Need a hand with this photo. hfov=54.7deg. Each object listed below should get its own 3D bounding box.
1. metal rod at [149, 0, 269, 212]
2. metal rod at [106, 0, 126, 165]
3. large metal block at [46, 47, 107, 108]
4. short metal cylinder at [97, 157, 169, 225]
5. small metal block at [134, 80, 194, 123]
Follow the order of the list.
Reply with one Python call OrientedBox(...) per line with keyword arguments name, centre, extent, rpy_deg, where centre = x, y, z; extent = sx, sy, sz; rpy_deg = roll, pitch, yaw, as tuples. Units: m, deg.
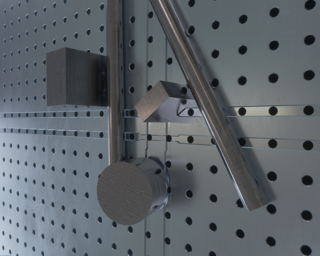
OrientedBox(name="metal rod", centre=(0.048, -0.049, 0.369), extent=(0.025, 0.025, 0.299), rpy_deg=(-34, 69, 35))
OrientedBox(name="metal rod", centre=(-0.067, -0.067, 0.464), extent=(0.025, 0.025, 0.298), rpy_deg=(-2, 89, 40))
OrientedBox(name="large metal block", centre=(-0.124, -0.072, 0.475), extent=(0.050, 0.081, 0.079), rpy_deg=(-1, 89, 40))
OrientedBox(name="short metal cylinder", centre=(-0.035, 0.081, 0.409), extent=(0.080, 0.050, 0.079), rpy_deg=(1, 92, 24))
OrientedBox(name="small metal block", centre=(0.005, -0.031, 0.389), extent=(0.050, 0.050, 0.025), rpy_deg=(-42, 65, 32))
